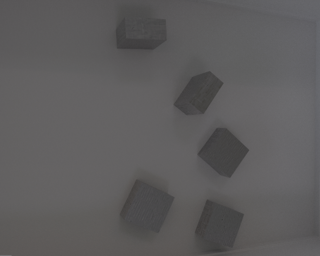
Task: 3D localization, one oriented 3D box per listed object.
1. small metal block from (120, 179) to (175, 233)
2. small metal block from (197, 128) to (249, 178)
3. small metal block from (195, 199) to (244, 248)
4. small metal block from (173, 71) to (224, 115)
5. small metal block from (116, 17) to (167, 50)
[{"bbox_3d":[-0.017,0.102,0.404,0.050,0.025,0.050,28,81,-18],"label":"small metal block"},{"bbox_3d":[0.091,0.035,0.444,0.050,0.025,0.050,42,77,-15],"label":"small metal block"},{"bbox_3d":[0.085,0.136,0.442,0.050,0.025,0.050,24,82,-19],"label":"small metal block"},{"bbox_3d":[0.051,-0.045,0.416,0.025,0.050,0.050,38,78,-16],"label":"small metal block"},{"bbox_3d":[-0.024,-0.117,0.388,0.050,0.050,0.025,-4,92,-20],"label":"small metal block"}]
